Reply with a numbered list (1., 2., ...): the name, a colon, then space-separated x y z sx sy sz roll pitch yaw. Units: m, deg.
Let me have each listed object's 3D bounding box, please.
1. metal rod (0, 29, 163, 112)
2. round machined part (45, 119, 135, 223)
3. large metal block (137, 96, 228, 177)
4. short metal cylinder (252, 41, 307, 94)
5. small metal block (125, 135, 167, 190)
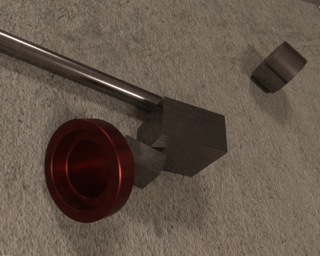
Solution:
1. metal rod: -0.135 -0.082 0.382 0.302 0.025 0.025 21 54 -16
2. round machined part: -0.064 0.039 0.306 0.042 0.098 0.098 -2 60 -59
3. large metal block: 0.023 0.015 0.373 0.081 0.080 0.050 16 55 -20
4. short metal cylinder: 0.211 -0.107 0.551 0.050 0.080 0.080 44 51 1
5. small metal block: -0.029 0.040 0.349 0.050 0.050 0.025 28 51 -11
